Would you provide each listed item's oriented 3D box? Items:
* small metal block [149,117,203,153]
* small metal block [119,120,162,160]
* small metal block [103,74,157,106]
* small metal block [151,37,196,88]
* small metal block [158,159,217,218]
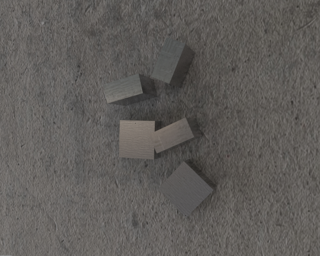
[{"bbox_3d":[0.022,0.009,0.388,0.050,0.050,0.025,-25,82,18],"label":"small metal block"},{"bbox_3d":[-0.026,0.015,0.418,0.050,0.025,0.050,2,91,20],"label":"small metal block"},{"bbox_3d":[-0.038,-0.049,0.409,0.050,0.050,0.025,-14,86,19],"label":"small metal block"},{"bbox_3d":[0.018,-0.080,0.389,0.025,0.050,0.050,25,98,18],"label":"small metal block"},{"bbox_3d":[0.035,0.076,0.396,0.050,0.025,0.050,44,104,14],"label":"small metal block"}]
